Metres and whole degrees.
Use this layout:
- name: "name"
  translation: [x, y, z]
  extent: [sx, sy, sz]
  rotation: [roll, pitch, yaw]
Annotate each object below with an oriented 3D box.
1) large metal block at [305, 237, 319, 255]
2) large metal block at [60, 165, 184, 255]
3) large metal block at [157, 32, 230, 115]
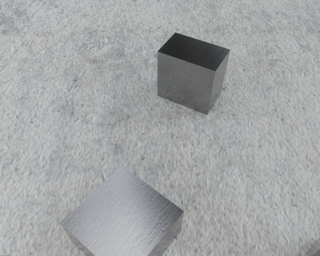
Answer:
- name: "large metal block"
  translation: [0.172, 0.127, 0.263]
  extent: [0.050, 0.080, 0.080]
  rotation: [-35, 58, -26]
- name: "large metal block"
  translation: [-0.034, 0.098, 0.304]
  extent: [0.080, 0.050, 0.080]
  rotation: [32, 57, 24]
- name: "large metal block"
  translation: [0.044, -0.075, 0.431]
  extent: [0.080, 0.080, 0.050]
  rotation: [23, 54, 18]
